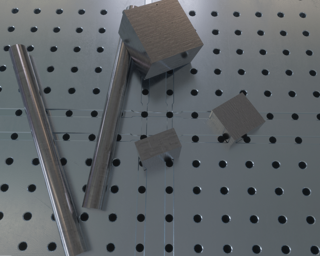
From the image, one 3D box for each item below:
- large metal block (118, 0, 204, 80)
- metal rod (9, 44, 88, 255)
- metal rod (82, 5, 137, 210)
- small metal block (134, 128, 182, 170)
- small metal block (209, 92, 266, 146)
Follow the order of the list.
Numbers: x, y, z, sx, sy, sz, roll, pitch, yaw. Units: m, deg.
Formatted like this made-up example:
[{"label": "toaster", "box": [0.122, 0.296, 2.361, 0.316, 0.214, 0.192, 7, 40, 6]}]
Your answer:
[{"label": "large metal block", "box": [-0.001, -0.124, 0.429, 0.081, 0.050, 0.080, -25, 81, -22]}, {"label": "metal rod", "box": [-0.151, 0.017, 0.404, 0.025, 0.025, 0.299, -21, 71, -7]}, {"label": "metal rod", "box": [-0.061, -0.041, 0.426, 0.025, 0.025, 0.299, 8, 70, 3]}, {"label": "small metal block", "box": [-0.002, 0.027, 0.388, 0.050, 0.050, 0.025, -20, 72, -7]}, {"label": "small metal block", "box": [0.103, -0.012, 0.417, 0.050, 0.025, 0.050, -30, 73, -11]}]
